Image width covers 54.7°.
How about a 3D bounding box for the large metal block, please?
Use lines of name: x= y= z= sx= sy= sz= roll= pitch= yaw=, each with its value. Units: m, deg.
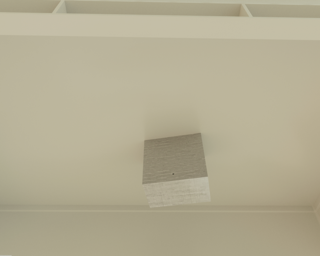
large metal block: x=0.022 y=0.057 z=0.422 sx=0.080 sy=0.080 sz=0.050 roll=-8 pitch=130 yaw=6
